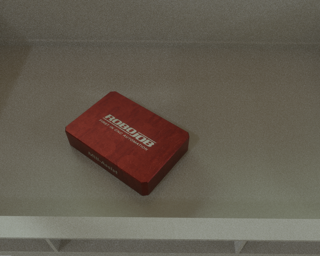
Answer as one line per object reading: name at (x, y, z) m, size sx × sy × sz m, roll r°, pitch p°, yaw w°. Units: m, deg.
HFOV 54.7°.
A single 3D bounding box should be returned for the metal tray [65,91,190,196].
metal tray at (-0.041, 0.014, 0.390) m, size 0.130 × 0.030 × 0.090 m, roll 30°, pitch 56°, yaw 22°
